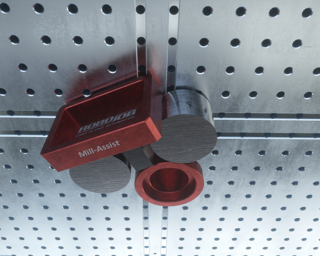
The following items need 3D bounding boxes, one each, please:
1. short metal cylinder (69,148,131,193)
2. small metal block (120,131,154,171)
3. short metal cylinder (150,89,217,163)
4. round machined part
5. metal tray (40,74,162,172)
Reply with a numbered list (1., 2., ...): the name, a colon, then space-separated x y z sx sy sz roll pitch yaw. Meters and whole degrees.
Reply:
1. short metal cylinder: -0.079 0.045 0.428 0.081 0.050 0.079 0 130 0
2. small metal block: -0.030 0.019 0.406 0.025 0.050 0.050 -20 128 16
3. short metal cylinder: 0.028 -0.001 0.389 0.081 0.050 0.079 0 130 0
4. round machined part: 0.013 0.069 0.454 0.099 0.042 0.097 0 130 0
5. metal tray: -0.064 -0.007 0.356 0.130 0.090 0.030 -18 128 15
